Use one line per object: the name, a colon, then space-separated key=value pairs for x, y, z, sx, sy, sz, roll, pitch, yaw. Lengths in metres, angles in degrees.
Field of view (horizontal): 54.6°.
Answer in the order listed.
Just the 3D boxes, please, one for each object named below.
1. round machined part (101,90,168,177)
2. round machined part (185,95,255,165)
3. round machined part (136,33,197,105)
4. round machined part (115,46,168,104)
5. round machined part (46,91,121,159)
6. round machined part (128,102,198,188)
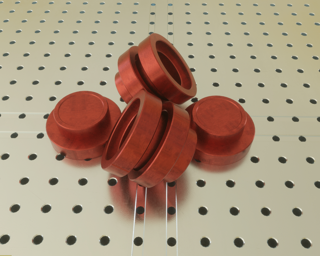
round machined part: x=-0.023 y=0.010 z=0.346 sx=0.042 sy=0.098 sz=0.098 roll=28 pitch=48 yaw=-18
round machined part: x=0.074 y=-0.004 z=0.401 sx=0.099 sy=0.042 sz=0.098 roll=0 pitch=50 yaw=0
round machined part: x=0.003 y=-0.073 z=0.413 sx=0.042 sy=0.098 sz=0.098 roll=-32 pitch=45 yaw=26
round machined part: x=-0.023 y=-0.059 z=0.425 sx=0.042 sy=0.098 sz=0.098 roll=-32 pitch=45 yaw=26
round machined part: x=-0.099 y=-0.011 z=0.405 sx=0.099 sy=0.042 sz=0.098 roll=0 pitch=50 yaw=0
round machined part: x=0.006 y=0.023 z=0.353 sx=0.042 sy=0.098 sz=0.098 roll=29 pitch=48 yaw=-18
